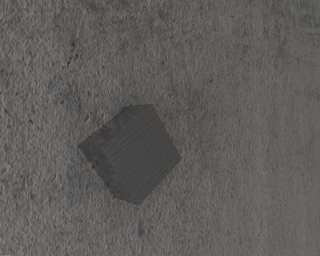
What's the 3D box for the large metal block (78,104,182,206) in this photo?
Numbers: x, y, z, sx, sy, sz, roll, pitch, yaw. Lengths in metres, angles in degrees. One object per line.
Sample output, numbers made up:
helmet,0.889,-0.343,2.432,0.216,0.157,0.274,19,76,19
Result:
large metal block,-0.032,0.028,0.361,0.080,0.050,0.080,-43,116,-31
